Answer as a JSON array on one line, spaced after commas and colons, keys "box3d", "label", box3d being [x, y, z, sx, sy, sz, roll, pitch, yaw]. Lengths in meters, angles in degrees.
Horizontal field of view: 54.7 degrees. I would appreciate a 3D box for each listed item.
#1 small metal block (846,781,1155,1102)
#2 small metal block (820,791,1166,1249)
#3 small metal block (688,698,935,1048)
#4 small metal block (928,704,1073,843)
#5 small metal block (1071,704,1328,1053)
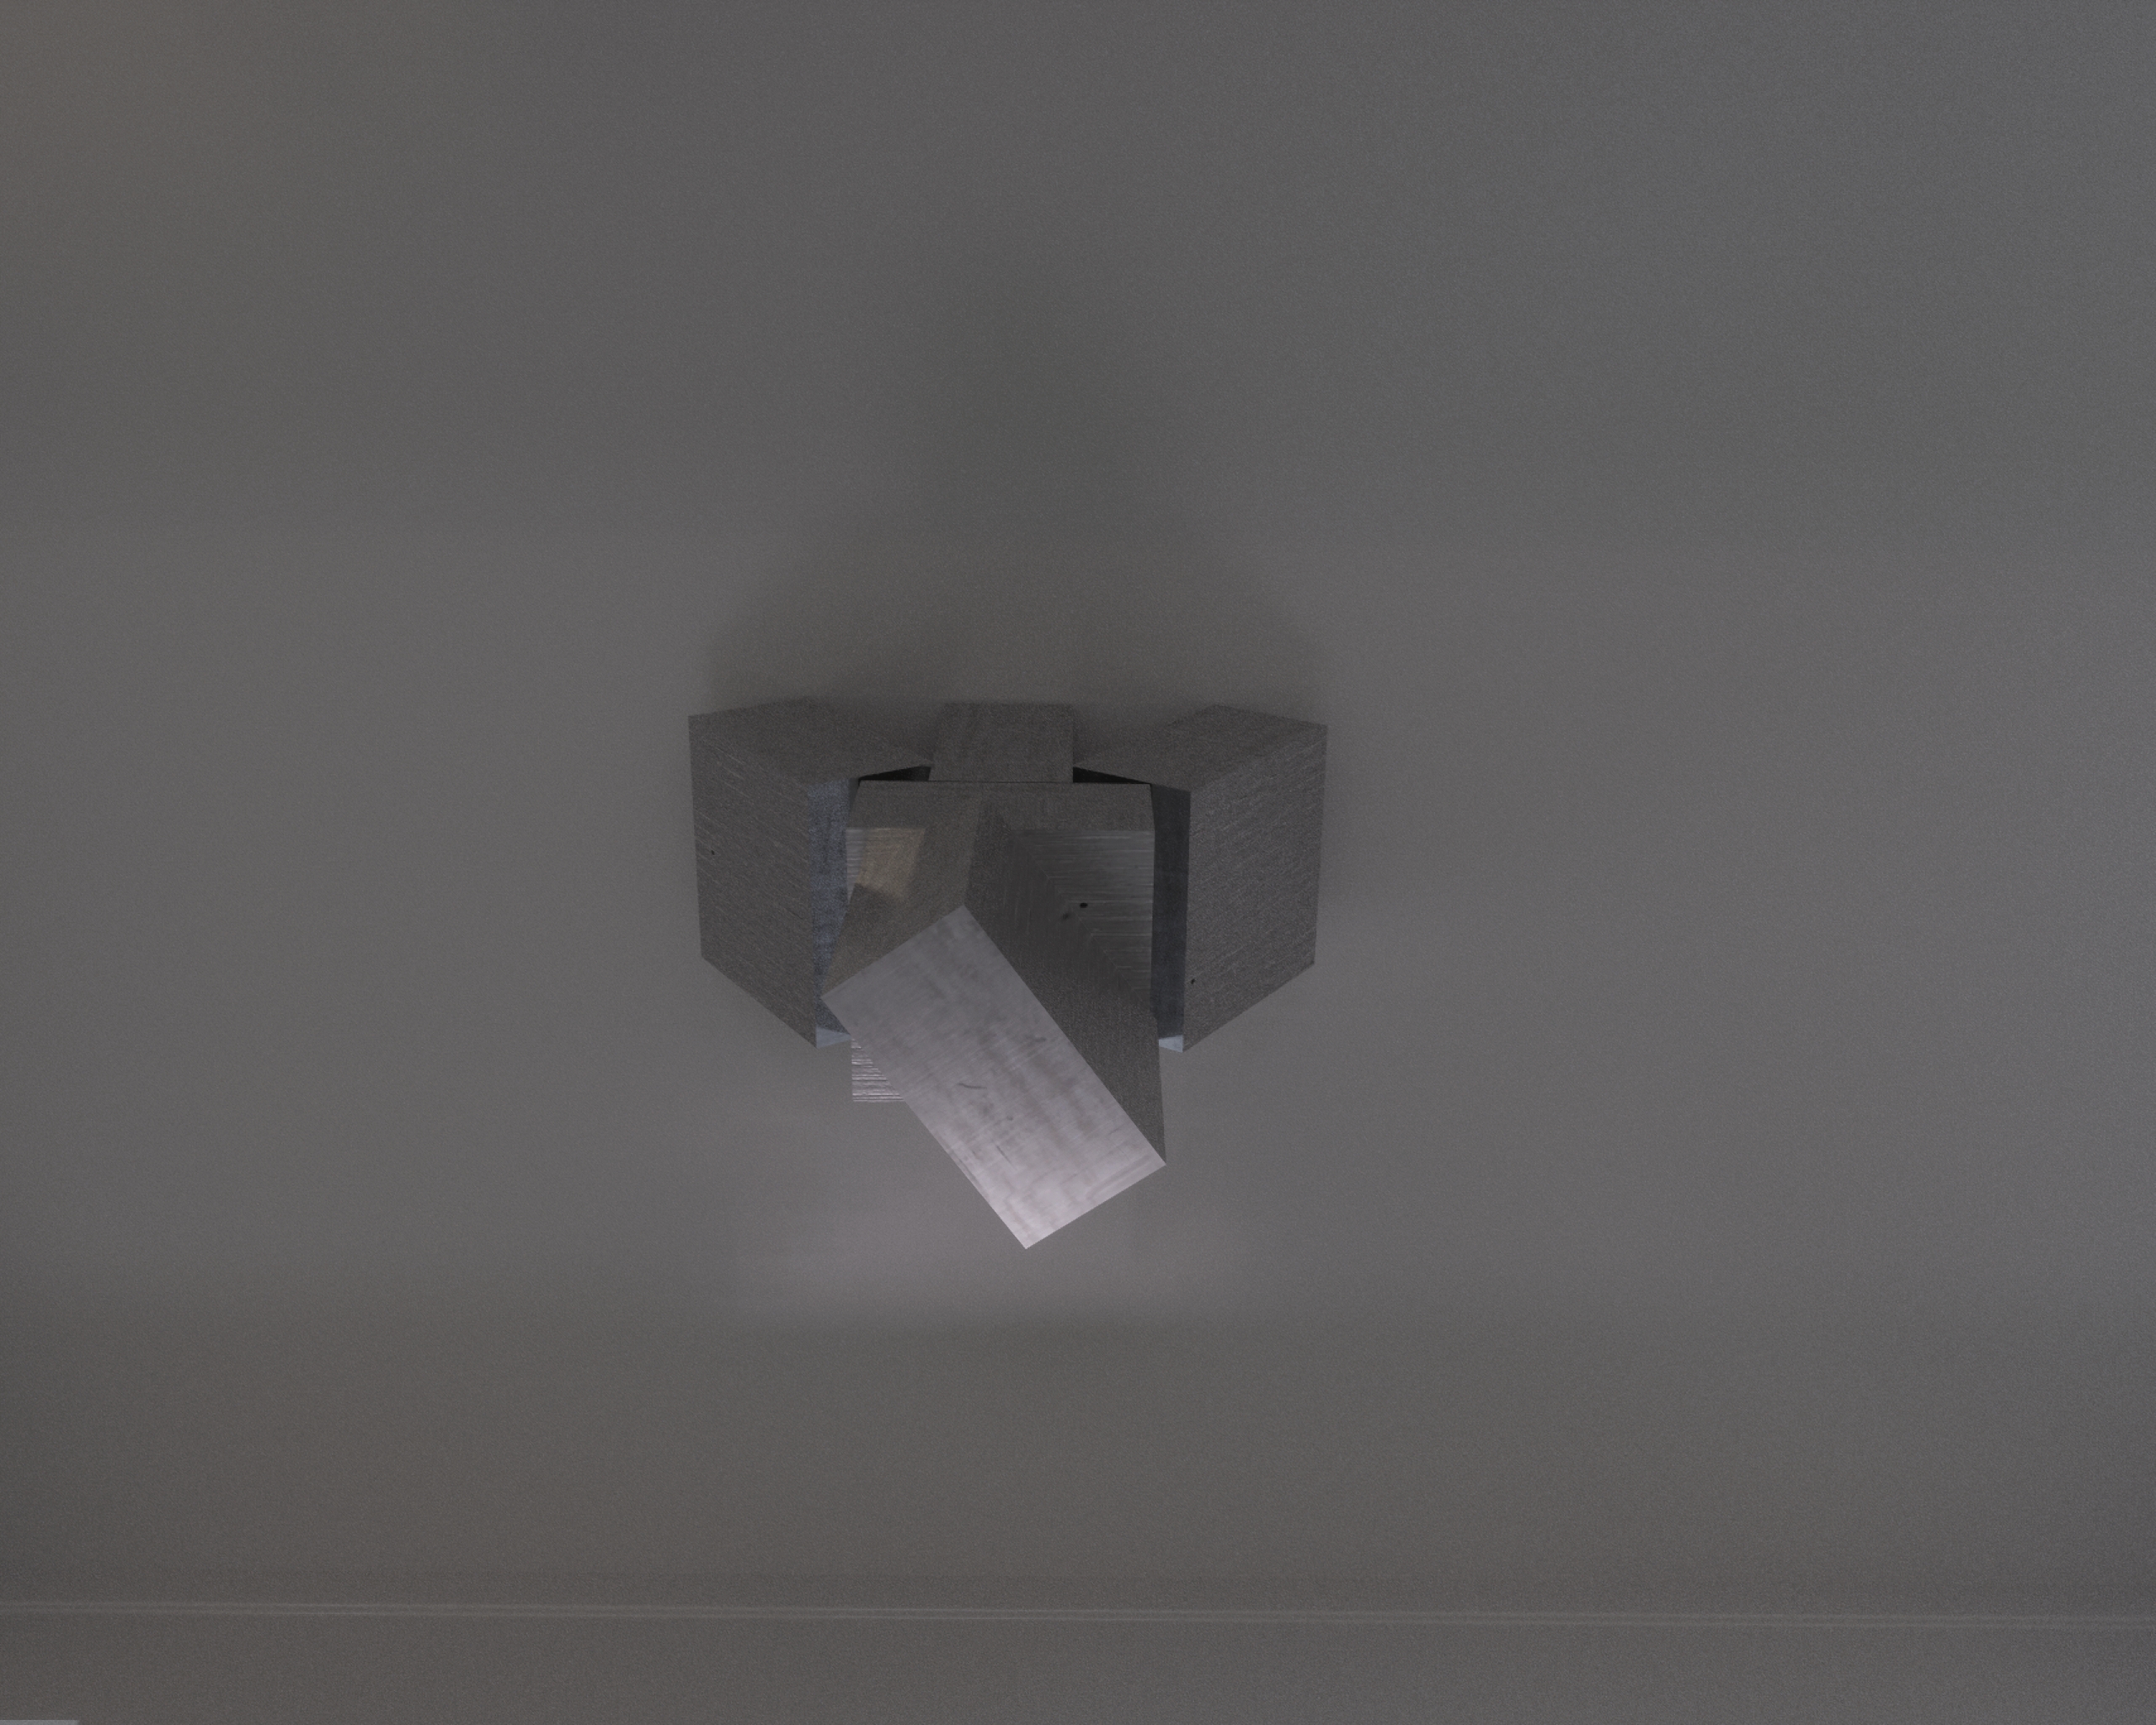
[{"box3d": [-0.013, 0.014, 0.360, 0.050, 0.025, 0.050, 1, 110, -1], "label": "small metal block"}, {"box3d": [-0.012, 0.023, 0.324, 0.025, 0.050, 0.050, -33, 107, 12], "label": "small metal block"}, {"box3d": [-0.050, 0.001, 0.393, 0.025, 0.050, 0.050, -12, 114, -32], "label": "small metal block"}, {"box3d": [-0.014, 0.001, 0.396, 0.025, 0.050, 0.050, 1, 110, 0], "label": "small metal block"}, {"box3d": [0.023, 0.002, 0.394, 0.025, 0.050, 0.050, 14, 114, 32], "label": "small metal block"}]
